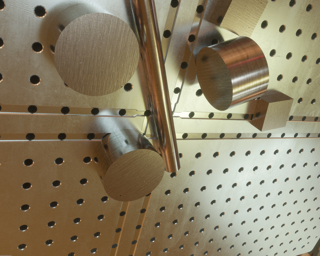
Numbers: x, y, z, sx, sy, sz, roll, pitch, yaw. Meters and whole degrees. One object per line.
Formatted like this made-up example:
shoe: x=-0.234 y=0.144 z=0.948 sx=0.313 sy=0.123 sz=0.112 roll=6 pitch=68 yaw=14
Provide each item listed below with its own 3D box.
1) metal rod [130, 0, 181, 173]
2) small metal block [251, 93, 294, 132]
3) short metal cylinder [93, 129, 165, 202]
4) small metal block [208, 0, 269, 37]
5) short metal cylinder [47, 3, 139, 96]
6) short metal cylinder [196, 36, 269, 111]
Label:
metal rod: x=-0.005 y=-0.062 z=0.369 sx=0.025 sy=0.025 sz=0.298 roll=-22 pitch=127 yaw=-15
small metal block: x=0.178 y=-0.026 z=0.492 sx=0.050 sy=0.025 sz=0.050 roll=-10 pitch=123 yaw=-23
short metal cylinder: x=-0.041 y=0.048 z=0.402 sx=0.081 sy=0.050 sz=0.079 roll=-14 pitch=124 yaw=-21
small metal block: x=0.095 y=-0.141 z=0.375 sx=0.050 sy=0.025 sz=0.050 roll=12 pitch=112 yaw=-34
short metal cylinder: x=-0.067 y=-0.078 z=0.310 sx=0.081 sy=0.050 sz=0.079 roll=-14 pitch=124 yaw=-21
short metal cylinder: x=0.087 y=-0.067 z=0.381 sx=0.050 sy=0.080 sz=0.080 roll=-21 pitch=127 yaw=-16
